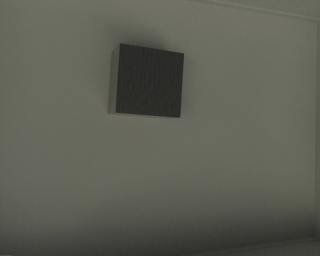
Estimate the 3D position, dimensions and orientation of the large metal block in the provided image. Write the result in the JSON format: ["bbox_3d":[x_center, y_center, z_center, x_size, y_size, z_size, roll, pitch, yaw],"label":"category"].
[{"bbox_3d":[-0.019,-0.055,0.390,0.081,0.050,0.080,4,89,-20],"label":"large metal block"}]
